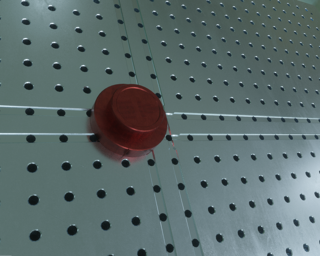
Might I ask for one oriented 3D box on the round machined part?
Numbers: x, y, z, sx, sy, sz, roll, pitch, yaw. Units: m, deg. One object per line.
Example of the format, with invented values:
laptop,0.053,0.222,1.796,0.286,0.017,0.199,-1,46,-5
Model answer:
round machined part,-0.034,-0.016,0.390,0.099,0.042,0.098,14,56,-21
